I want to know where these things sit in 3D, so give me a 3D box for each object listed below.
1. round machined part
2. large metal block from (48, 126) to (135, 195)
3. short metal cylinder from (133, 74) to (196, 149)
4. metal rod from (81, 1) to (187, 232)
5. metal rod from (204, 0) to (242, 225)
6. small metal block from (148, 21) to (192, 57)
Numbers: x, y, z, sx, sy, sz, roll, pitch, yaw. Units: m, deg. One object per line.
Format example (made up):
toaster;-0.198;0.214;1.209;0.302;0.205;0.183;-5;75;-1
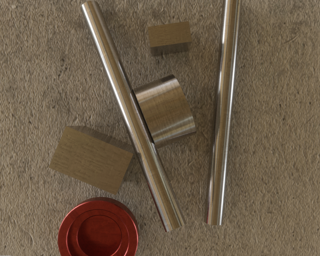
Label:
round machined part;-0.076;0.138;0.401;0.099;0.042;0.097;0;90;-1
large metal block;-0.076;0.035;0.381;0.080;0.080;0.050;23;91;0
short metal cylinder;0.006;-0.020;0.382;0.050;0.080;0.080;-22;90;-2
metal rod;-0.038;-0.026;0.373;0.025;0.025;0.299;-22;76;0
metal rod;0.084;-0.023;0.411;0.025;0.025;0.298;5;90;-1
small metal block;0.012;-0.113;0.398;0.050;0.050;0.025;-8;90;0
